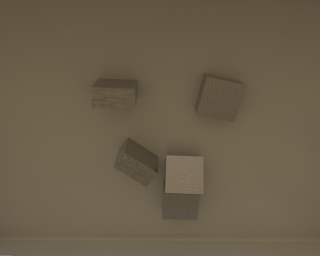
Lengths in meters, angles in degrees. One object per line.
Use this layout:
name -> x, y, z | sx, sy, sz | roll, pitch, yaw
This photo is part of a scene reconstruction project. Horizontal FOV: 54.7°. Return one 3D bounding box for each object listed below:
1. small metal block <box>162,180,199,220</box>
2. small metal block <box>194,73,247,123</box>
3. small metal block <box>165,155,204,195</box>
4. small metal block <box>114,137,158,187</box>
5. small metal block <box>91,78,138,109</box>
small metal block -> 0.029, 0.105, 0.450 | 0.050, 0.025, 0.050 | 2, 110, -1
small metal block -> 0.076, -0.039, 0.398 | 0.050, 0.025, 0.050 | 12, 110, -5
small metal block -> 0.032, 0.065, 0.423 | 0.050, 0.025, 0.050 | 3, 75, -2
small metal block -> -0.031, 0.045, 0.414 | 0.050, 0.050, 0.025 | 33, 107, -12
small metal block -> -0.054, -0.043, 0.381 | 0.050, 0.050, 0.025 | 2, 110, -1
